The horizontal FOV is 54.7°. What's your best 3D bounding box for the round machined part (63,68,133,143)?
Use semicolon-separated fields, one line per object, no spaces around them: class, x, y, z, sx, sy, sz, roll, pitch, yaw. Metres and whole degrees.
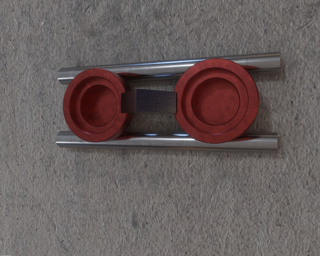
round machined part;-0.079;-0.030;0.424;0.098;0.042;0.097;0;90;20

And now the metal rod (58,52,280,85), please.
metal rod;-0.002;-0.076;0.410;0.301;0.025;0.025;0;90;19

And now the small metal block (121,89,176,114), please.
small metal block;-0.015;-0.030;0.374;0.050;0.050;0.025;-1;89;63

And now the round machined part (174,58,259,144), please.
round machined part;0.068;-0.031;0.371;0.098;0.042;0.097;0;90;20

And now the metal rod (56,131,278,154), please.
metal rod;-0.005;0.017;0.411;0.301;0.025;0.025;0;90;19
